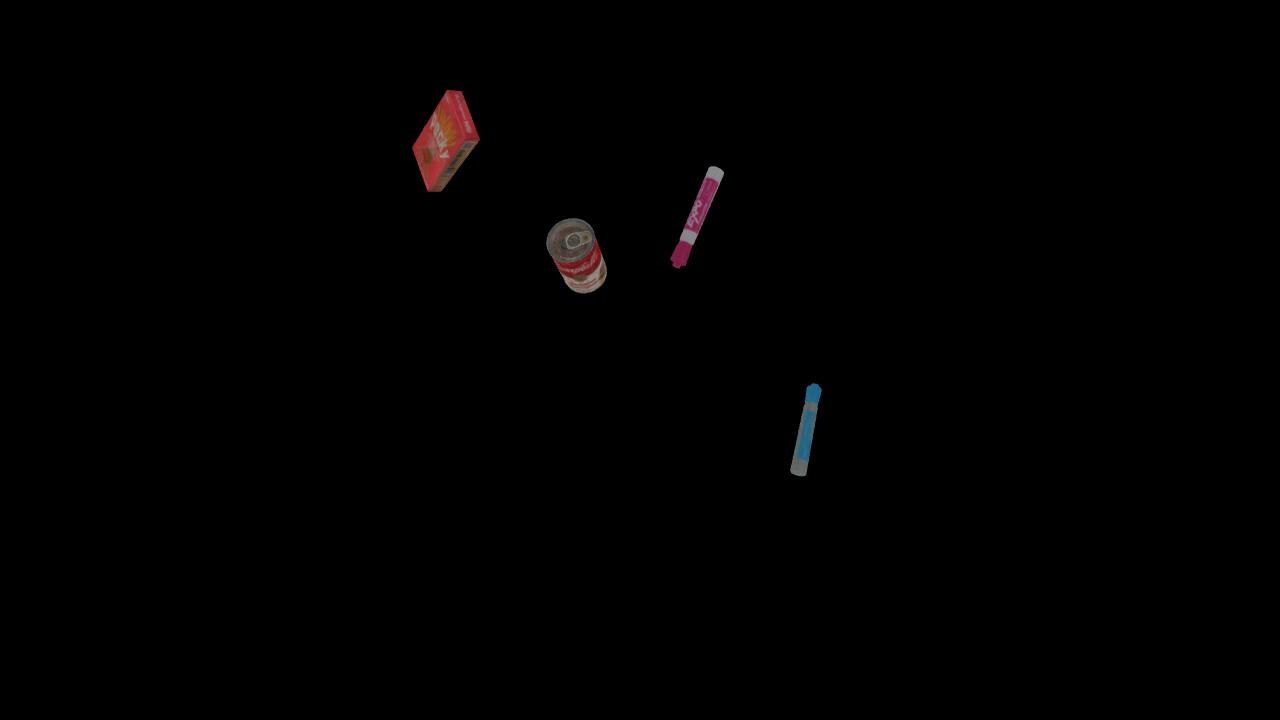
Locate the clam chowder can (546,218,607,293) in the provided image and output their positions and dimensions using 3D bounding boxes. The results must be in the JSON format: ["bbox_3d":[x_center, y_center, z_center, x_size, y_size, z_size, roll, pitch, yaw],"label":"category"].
[{"bbox_3d":[-0.087,-0.145,0.872,0.068,0.068,0.102,0,-19,7],"label":"clam chowder can"}]

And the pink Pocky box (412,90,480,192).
[{"bbox_3d":[-0.308,-0.340,0.967,0.029,0.084,0.155,-16,-7,-43],"label":"pink Pocky box"}]

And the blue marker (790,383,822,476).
[{"bbox_3d":[0.203,0.082,0.749,0.020,0.121,0.020,15,-27,8],"label":"blue marker"}]

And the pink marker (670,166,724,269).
[{"bbox_3d":[0.062,-0.157,0.681,0.020,0.121,0.020,22,-7,3],"label":"pink marker"}]
